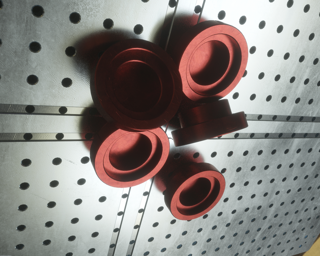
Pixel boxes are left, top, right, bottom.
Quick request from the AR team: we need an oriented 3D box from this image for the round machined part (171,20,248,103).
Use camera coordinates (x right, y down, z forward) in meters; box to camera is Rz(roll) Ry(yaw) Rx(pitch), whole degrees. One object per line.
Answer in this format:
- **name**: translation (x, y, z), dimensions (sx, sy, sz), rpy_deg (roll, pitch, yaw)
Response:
- **round machined part**: translation (0.056, -0.083, 0.381), dimensions (0.099, 0.042, 0.097), rpy_deg (-14, 124, -21)

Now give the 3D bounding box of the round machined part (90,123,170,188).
- **round machined part**: translation (-0.041, 0.025, 0.394), dimensions (0.099, 0.042, 0.097), rpy_deg (-14, 126, -21)

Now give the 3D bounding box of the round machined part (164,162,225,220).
- **round machined part**: translation (0.050, 0.094, 0.488), dimensions (0.099, 0.042, 0.097), rpy_deg (-14, 125, -21)

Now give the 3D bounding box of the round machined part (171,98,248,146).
- **round machined part**: translation (0.061, -0.009, 0.407), dimensions (0.099, 0.098, 0.042), rpy_deg (-15, 88, -20)

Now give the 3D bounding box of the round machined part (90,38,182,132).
- **round machined part**: translation (-0.028, -0.044, 0.340), dimensions (0.099, 0.042, 0.097), rpy_deg (3, 82, -26)
